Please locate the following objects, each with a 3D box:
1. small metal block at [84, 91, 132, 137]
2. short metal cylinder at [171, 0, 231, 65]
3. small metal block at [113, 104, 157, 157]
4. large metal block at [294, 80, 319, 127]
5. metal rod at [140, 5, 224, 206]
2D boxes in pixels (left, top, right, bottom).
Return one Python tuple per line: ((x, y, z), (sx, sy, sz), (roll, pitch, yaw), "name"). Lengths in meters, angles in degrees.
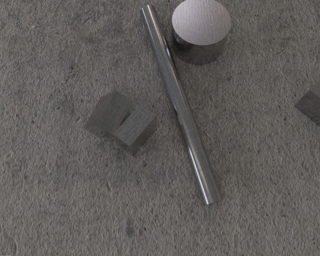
((-0.067, -0.017, 0.398), (0.025, 0.050, 0.050), (34, 70, -26), "small metal block")
((0.057, -0.138, 0.446), (0.081, 0.050, 0.080), (0, 70, 0), "short metal cylinder")
((-0.030, 0.004, 0.393), (0.025, 0.050, 0.050), (37, 74, 12), "small metal block")
((0.245, -0.038, 0.411), (0.080, 0.050, 0.080), (-42, 76, -14), "large metal block")
((0.023, -0.044, 0.424), (0.025, 0.025, 0.299), (-15, 71, -6), "metal rod")
